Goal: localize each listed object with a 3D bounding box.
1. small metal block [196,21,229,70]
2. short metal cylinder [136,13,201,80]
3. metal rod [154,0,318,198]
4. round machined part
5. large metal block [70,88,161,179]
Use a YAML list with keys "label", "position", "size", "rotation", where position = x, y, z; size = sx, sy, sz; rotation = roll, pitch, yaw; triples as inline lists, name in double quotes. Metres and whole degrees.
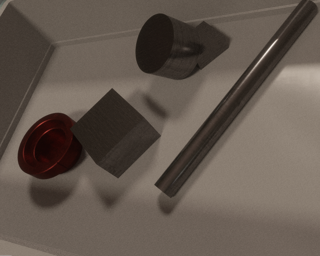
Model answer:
- label: "small metal block"
  position: [0.061, -0.120, 0.446]
  size: [0.050, 0.025, 0.050]
  rotation: [-39, 51, 1]
- label: "short metal cylinder"
  position: [0.010, -0.111, 0.429]
  size: [0.080, 0.050, 0.080]
  rotation: [-7, 80, 49]
- label: "metal rod"
  position: [0.097, -0.041, 0.379]
  size: [0.025, 0.025, 0.300]
  rotation: [33, 80, 38]
- label: "round machined part"
  position: [-0.155, 0.030, 0.456]
  size: [0.098, 0.042, 0.098]
  rotation: [-13, 56, 20]
- label: "large metal block"
  position: [-0.060, 0.006, 0.416]
  size: [0.080, 0.050, 0.080]
  rotation: [-45, 51, -3]
